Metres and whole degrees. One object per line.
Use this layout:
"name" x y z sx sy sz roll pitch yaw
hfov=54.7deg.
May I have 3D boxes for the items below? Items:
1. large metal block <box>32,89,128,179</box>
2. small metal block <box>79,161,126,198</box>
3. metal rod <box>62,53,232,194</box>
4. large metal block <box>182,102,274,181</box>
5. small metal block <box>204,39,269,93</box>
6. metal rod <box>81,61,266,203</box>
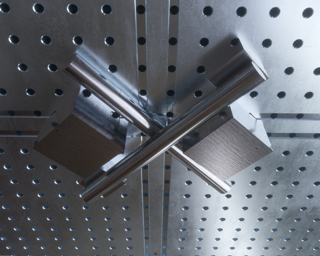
"large metal block" -0.101 0.010 0.403 0.080 0.050 0.080 -36 122 26
"small metal block" -0.087 0.075 0.475 0.050 0.025 0.050 37 121 -27
"metal rod" 0.001 0.010 0.418 0.025 0.025 0.301 -35 122 26
"large metal block" 0.086 0.014 0.408 0.080 0.050 0.080 35 122 -26
"small metal block" 0.088 -0.064 0.358 0.050 0.025 0.050 -37 122 27
"metal rod" -0.002 0.020 0.395 0.299 0.025 0.025 -37 121 27
